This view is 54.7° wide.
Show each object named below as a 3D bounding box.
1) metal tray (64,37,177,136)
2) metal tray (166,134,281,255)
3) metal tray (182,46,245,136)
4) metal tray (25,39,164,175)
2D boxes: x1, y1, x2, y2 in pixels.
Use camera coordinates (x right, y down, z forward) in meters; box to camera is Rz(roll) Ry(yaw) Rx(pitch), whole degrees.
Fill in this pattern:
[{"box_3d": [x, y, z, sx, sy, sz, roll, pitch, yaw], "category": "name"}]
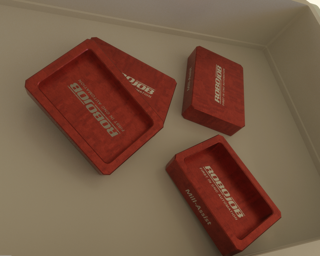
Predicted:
[{"box_3d": [-0.049, -0.054, 0.409, 0.131, 0.030, 0.090, 27, 52, -12], "category": "metal tray"}, {"box_3d": [0.079, 0.079, 0.388, 0.091, 0.030, 0.130, -21, 68, -36], "category": "metal tray"}, {"box_3d": [0.086, -0.060, 0.485, 0.091, 0.030, 0.130, 20, 54, -16], "category": "metal tray"}, {"box_3d": [-0.071, -0.022, 0.347, 0.090, 0.030, 0.130, -42, 95, -20], "category": "metal tray"}]
